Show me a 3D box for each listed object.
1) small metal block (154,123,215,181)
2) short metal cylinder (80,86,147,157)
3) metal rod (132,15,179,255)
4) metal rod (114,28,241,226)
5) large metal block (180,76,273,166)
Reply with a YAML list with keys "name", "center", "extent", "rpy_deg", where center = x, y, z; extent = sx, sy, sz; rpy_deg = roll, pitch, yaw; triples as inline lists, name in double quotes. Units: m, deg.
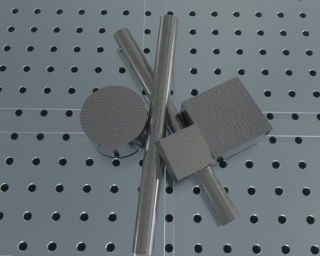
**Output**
- name: "small metal block"
  center: [0.028, 0.028, 0.364]
  extent: [0.050, 0.025, 0.050]
  rpy_deg: [-24, 87, -17]
- name: "short metal cylinder"
  center: [-0.056, -0.007, 0.397]
  extent: [0.081, 0.050, 0.080]
  rpy_deg: [0, 70, -1]
- name: "metal rod"
  center: [-0.004, -0.001, 0.387]
  extent: [0.025, 0.025, 0.299]
  rpy_deg: [6, 78, 2]
- name: "metal rod"
  center: [0.014, -0.014, 0.413]
  extent: [0.025, 0.025, 0.299]
  rpy_deg: [-27, 73, -9]
- name: "large metal block"
  center: [0.081, -0.007, 0.397]
  extent: [0.080, 0.050, 0.080]
  rpy_deg: [-26, 72, -9]
